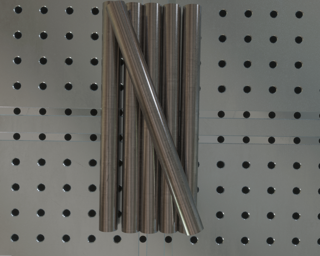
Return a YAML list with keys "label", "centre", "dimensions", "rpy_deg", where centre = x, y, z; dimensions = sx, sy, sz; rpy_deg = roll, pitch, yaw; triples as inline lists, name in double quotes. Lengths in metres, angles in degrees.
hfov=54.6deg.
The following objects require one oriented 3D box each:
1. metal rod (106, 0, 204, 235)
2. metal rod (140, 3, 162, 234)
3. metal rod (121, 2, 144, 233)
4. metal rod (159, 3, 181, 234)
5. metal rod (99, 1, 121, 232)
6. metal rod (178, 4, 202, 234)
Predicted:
- label: "metal rod"
  centre: [-0.006, -0.012, 0.388]
  dimensions: [0.025, 0.025, 0.299]
  rpy_deg: [-19, 90, 0]
- label: "metal rod"
  centre: [-0.012, -0.013, 0.412]
  dimensions: [0.025, 0.025, 0.298]
  rpy_deg: [1, 90, 0]
- label: "metal rod"
  centre: [-0.037, -0.013, 0.412]
  dimensions: [0.025, 0.025, 0.298]
  rpy_deg: [1, 90, 0]
- label: "metal rod"
  centre: [0.013, -0.012, 0.414]
  dimensions: [0.025, 0.025, 0.298]
  rpy_deg: [1, 90, 0]
- label: "metal rod"
  centre: [-0.066, -0.015, 0.412]
  dimensions: [0.025, 0.025, 0.298]
  rpy_deg: [1, 90, 0]
- label: "metal rod"
  centre: [0.040, -0.012, 0.414]
  dimensions: [0.025, 0.025, 0.298]
  rpy_deg: [1, 90, 0]
